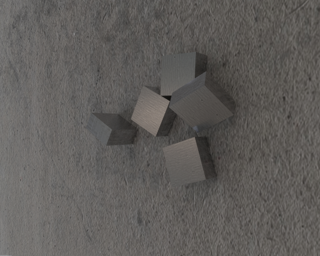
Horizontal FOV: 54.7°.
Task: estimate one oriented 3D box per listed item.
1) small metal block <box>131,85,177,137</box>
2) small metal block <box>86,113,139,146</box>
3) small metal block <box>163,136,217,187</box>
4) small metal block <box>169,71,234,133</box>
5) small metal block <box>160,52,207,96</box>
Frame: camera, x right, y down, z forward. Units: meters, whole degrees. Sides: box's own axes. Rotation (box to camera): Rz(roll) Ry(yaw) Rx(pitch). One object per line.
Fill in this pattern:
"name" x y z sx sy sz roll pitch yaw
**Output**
"small metal block" -0.006 -0.023 0.410 0.050 0.025 0.050 34 111 34
"small metal block" -0.069 0.001 0.445 0.050 0.050 0.025 35 112 34
"small metal block" 0.035 0.041 0.376 0.050 0.025 0.050 -22 76 38
"small metal block" 0.047 -0.027 0.347 0.050 0.050 0.025 -30 32 36
"small metal block" 0.029 -0.064 0.381 0.050 0.025 0.050 4 92 39
